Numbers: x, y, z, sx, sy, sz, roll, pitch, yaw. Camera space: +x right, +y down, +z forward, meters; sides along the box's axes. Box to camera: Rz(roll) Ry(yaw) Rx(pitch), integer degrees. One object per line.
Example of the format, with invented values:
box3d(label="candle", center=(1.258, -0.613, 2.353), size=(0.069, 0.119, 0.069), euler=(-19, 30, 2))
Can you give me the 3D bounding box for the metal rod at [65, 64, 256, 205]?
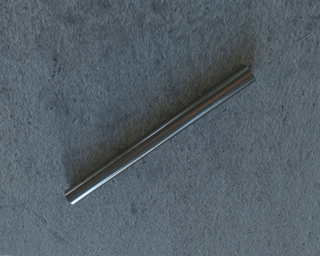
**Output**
box3d(label="metal rod", center=(-0.007, 0.015, 0.417), size=(0.300, 0.025, 0.025), euler=(-35, 107, 11))
